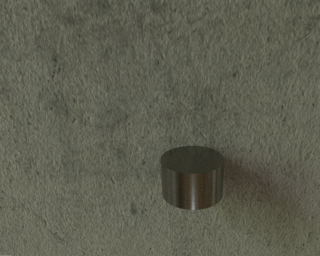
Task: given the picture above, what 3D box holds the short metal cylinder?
[{"bbox_3d":[0.042,0.062,0.404,0.081,0.080,0.050,-2,110,0],"label":"short metal cylinder"}]
